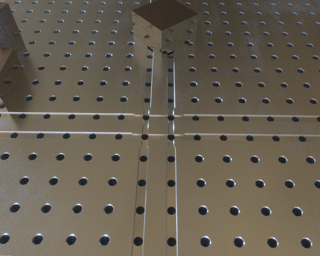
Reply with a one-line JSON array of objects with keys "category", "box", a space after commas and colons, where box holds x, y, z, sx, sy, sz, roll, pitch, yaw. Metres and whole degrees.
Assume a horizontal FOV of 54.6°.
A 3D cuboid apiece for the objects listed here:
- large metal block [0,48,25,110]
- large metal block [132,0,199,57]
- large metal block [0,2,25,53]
[{"category": "large metal block", "box": [-0.257, -0.073, 0.452, 0.080, 0.050, 0.080, 1, 50, 1]}, {"category": "large metal block", "box": [0.008, -0.180, 0.543, 0.080, 0.050, 0.080, -32, 57, -24]}, {"category": "large metal block", "box": [-0.283, -0.161, 0.506, 0.080, 0.080, 0.050, 15, 52, 12]}]
